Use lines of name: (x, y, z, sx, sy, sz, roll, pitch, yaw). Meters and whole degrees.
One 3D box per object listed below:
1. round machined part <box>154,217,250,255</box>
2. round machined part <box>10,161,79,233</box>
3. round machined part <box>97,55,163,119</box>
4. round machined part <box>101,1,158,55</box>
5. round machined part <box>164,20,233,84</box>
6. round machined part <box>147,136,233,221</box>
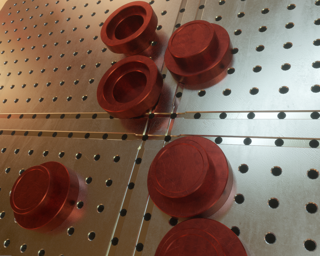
round machined part: (0.036, 0.135, 0.296, 0.098, 0.042, 0.098, -13, 56, 21)
round machined part: (-0.166, 0.091, 0.431, 0.098, 0.042, 0.098, -13, 56, 21)
round machined part: (-0.040, -0.055, 0.453, 0.098, 0.042, 0.098, -13, 56, 21)
round machined part: (-0.047, -0.163, 0.524, 0.098, 0.042, 0.098, -13, 56, 21)
round machined part: (0.050, -0.114, 0.442, 0.098, 0.042, 0.098, -13, 56, 21)
round machined part: (0.029, 0.052, 0.351, 0.098, 0.042, 0.098, -13, 56, 21)
